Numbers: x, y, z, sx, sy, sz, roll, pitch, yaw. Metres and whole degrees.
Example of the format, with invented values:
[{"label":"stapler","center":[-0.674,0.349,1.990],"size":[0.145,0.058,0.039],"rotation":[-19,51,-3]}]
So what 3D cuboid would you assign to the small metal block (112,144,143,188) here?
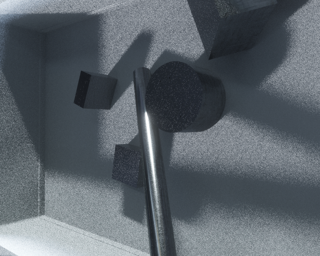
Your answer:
[{"label":"small metal block","center":[-0.039,0.052,0.437],"size":[0.050,0.025,0.050],"rotation":[12,98,39]}]

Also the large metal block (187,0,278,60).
[{"label":"large metal block","center":[0.065,-0.127,0.308],"size":[0.050,0.080,0.080],"rotation":[-16,77,-3]}]

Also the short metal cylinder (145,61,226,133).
[{"label":"short metal cylinder","center":[0.029,-0.035,0.365],"size":[0.080,0.050,0.079],"rotation":[0,90,39]}]

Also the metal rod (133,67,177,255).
[{"label":"metal rod","center":[-0.007,0.048,0.345],"size":[0.025,0.025,0.299],"rotation":[-35,48,34]}]

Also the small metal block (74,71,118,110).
[{"label":"small metal block","center":[-0.097,-0.056,0.468],"size":[0.025,0.050,0.050],"rotation":[27,107,36]}]
